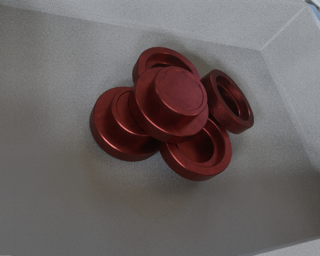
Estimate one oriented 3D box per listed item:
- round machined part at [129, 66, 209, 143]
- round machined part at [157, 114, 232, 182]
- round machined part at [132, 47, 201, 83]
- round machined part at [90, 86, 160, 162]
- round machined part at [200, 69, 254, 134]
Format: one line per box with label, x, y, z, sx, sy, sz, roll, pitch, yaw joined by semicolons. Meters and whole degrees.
round machined part;0.017;-0.034;0.368;0.099;0.042;0.098;14;56;-21
round machined part;0.040;0.023;0.402;0.099;0.042;0.098;14;56;-21
round machined part;0.007;-0.063;0.436;0.099;0.042;0.098;14;56;-21
round machined part;-0.033;-0.012;0.381;0.099;0.042;0.098;14;56;-21
round machined part;0.089;-0.033;0.449;0.098;0.042;0.098;32;39;-31
